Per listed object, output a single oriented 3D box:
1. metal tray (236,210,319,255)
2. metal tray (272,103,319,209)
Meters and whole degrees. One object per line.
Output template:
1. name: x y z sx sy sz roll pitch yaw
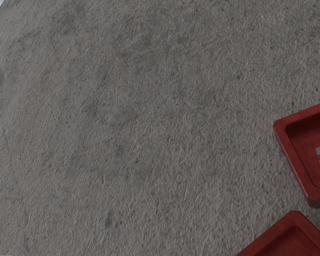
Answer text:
1. metal tray: 0.098 0.145 0.259 0.130 0.030 0.090 -40 51 1
2. metal tray: 0.188 0.012 0.294 0.130 0.030 0.090 -23 53 14
